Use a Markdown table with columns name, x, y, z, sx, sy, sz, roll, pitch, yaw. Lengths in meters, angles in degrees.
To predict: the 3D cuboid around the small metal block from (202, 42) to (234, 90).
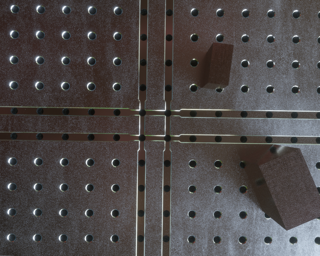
| name | x | y | z | sx | sy | sz | roll | pitch | yaw |
| --- | --- | --- | --- | --- | --- | --- | --- | --- | --- |
| small metal block | 0.074 | -0.078 | 0.402 | 0.025 | 0.050 | 0.050 | 8 | 90 | 0 |

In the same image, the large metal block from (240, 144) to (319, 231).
| name | x | y | z | sx | sy | sz | roll | pitch | yaw |
| --- | --- | --- | --- | --- | --- | --- | --- | --- | --- |
| large metal block | 0.150 | 0.069 | 0.388 | 0.050 | 0.080 | 0.080 | -23 | 90 | 0 |
